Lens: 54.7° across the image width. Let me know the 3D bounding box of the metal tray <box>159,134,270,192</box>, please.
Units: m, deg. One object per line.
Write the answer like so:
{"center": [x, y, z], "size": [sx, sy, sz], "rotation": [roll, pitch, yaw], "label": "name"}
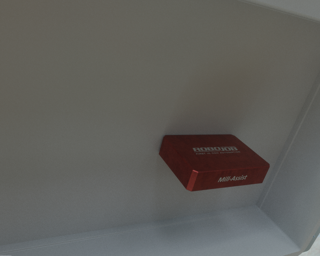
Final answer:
{"center": [0.076, 0.044, 0.437], "size": [0.131, 0.090, 0.030], "rotation": [0, 118, -29], "label": "metal tray"}
